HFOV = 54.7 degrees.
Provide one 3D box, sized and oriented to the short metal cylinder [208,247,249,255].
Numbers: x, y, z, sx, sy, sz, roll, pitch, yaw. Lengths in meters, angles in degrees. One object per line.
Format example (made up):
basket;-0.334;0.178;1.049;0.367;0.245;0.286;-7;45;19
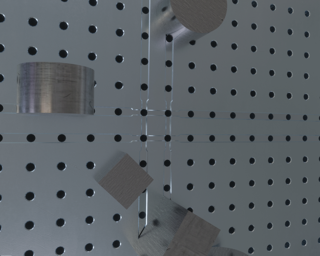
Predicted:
short metal cylinder;0.082;0.199;0.414;0.081;0.080;0.050;1;90;-20

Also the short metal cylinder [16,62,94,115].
short metal cylinder;-0.114;-0.040;0.342;0.081;0.080;0.050;1;90;-20

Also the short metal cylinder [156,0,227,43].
short metal cylinder;0.042;-0.160;0.415;0.081;0.050;0.079;0;90;-20

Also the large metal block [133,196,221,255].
large metal block;0.018;0.141;0.391;0.050;0.080;0.080;35;79;-17

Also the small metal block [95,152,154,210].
small metal block;-0.045;0.066;0.396;0.050;0.025;0.050;-47;105;-14
